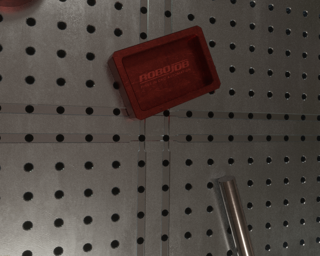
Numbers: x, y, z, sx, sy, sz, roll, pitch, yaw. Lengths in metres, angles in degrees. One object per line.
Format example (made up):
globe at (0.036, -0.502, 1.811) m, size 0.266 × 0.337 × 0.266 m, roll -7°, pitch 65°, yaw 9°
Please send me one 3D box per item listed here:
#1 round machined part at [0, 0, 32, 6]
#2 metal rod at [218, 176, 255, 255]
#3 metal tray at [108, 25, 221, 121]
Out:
round machined part at (-0.175, -0.190, 0.339) m, size 0.099 × 0.042 × 0.097 m, roll 0°, pitch 90°, yaw -21°
metal rod at (0.136, 0.217, 0.465) m, size 0.025 × 0.025 × 0.298 m, roll -18°, pitch 96°, yaw -20°
metal tray at (0.008, -0.074, 0.413) m, size 0.131 × 0.030 × 0.090 m, roll -23°, pitch 98°, yaw -19°
